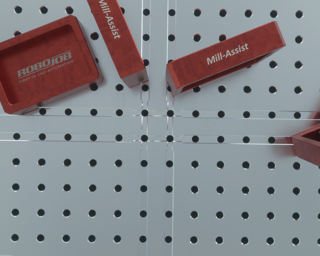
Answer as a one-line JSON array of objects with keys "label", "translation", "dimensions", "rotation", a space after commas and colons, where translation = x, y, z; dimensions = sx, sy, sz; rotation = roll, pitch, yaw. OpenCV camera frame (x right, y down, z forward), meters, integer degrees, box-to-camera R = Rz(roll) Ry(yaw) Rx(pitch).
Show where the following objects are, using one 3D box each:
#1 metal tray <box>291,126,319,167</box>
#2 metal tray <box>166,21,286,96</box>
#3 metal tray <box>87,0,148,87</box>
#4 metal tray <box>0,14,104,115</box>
[{"label": "metal tray", "translation": [0.245, 0.008, 0.380], "dimensions": [0.131, 0.090, 0.030], "rotation": [-21, 97, 0]}, {"label": "metal tray", "translation": [0.073, -0.081, 0.381], "dimensions": [0.131, 0.090, 0.030], "rotation": [-22, 90, 0]}, {"label": "metal tray", "translation": [-0.055, -0.119, 0.380], "dimensions": [0.030, 0.090, 0.130], "rotation": [-23, 90, 0]}, {"label": "metal tray", "translation": [-0.153, -0.081, 0.409], "dimensions": [0.131, 0.030, 0.090], "rotation": [-22, 90, 0]}]
